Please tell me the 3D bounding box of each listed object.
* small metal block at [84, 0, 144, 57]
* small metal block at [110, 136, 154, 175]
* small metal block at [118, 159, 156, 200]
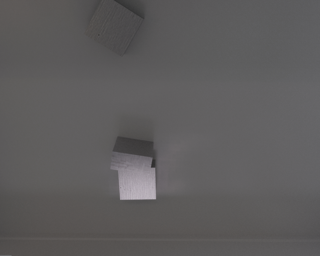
[{"bbox_3d":[-0.053,-0.120,0.366,0.050,0.025,0.050,30,107,-11],"label":"small metal block"},{"bbox_3d":[-0.036,0.036,0.411,0.050,0.050,0.025,9,110,-4],"label":"small metal block"},{"bbox_3d":[-0.031,0.073,0.438,0.050,0.025,0.050,-1,110,0],"label":"small metal block"}]
